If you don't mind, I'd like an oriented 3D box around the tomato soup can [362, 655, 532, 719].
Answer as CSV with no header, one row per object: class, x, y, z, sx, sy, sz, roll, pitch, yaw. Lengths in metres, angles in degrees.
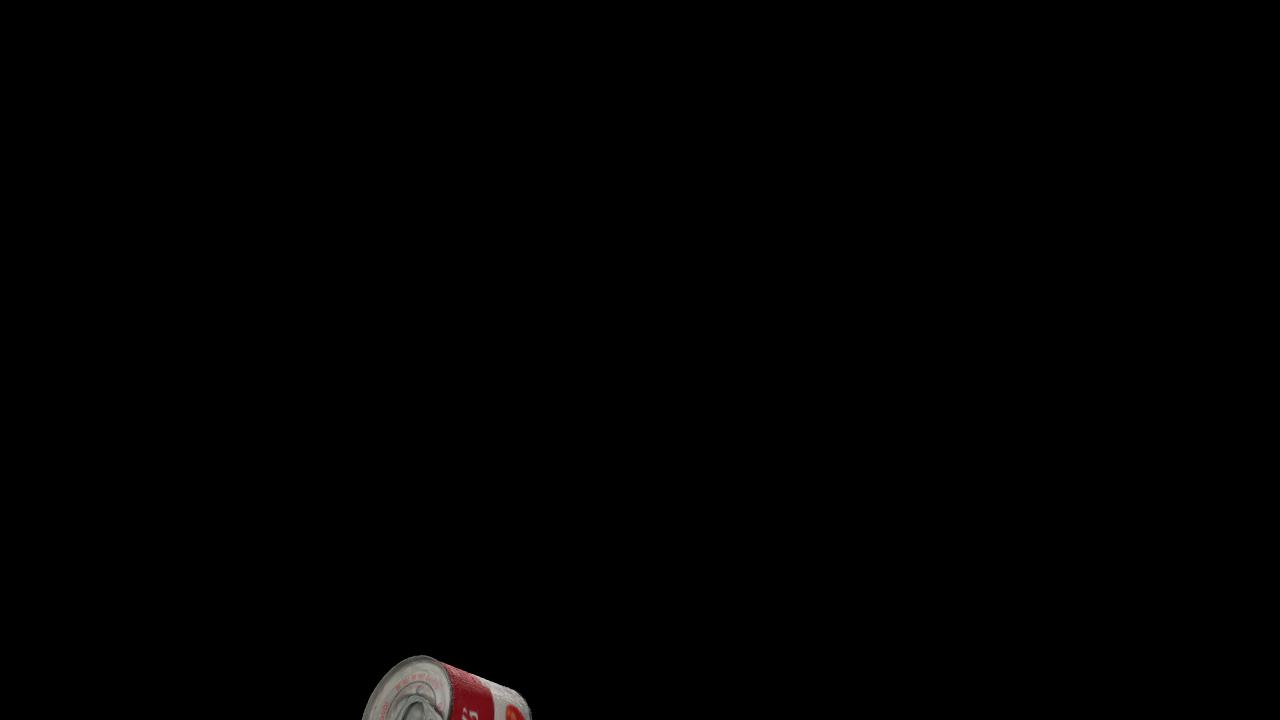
tomato soup can,-0.125,0.246,0.413,0.068,0.068,0.101,0,-36,28
